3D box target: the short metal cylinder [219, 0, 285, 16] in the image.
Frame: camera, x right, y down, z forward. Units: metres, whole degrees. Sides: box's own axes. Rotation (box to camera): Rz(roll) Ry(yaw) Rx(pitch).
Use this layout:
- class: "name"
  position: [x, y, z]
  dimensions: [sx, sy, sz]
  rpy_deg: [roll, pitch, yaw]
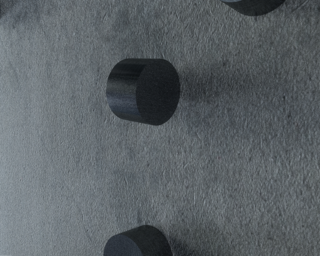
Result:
- class: "short metal cylinder"
  position: [0.092, -0.160, 0.313]
  dimensions: [0.080, 0.050, 0.080]
  rpy_deg: [0, 90, 40]

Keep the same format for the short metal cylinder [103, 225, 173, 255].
- class: "short metal cylinder"
  position: [-0.030, 0.176, 0.413]
  dimensions: [0.080, 0.050, 0.080]
  rpy_deg: [0, 90, 40]

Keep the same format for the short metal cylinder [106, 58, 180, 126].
- class: "short metal cylinder"
  position: [-0.019, -0.046, 0.385]
  dimensions: [0.050, 0.081, 0.079]
  rpy_deg: [11, 97, 39]
